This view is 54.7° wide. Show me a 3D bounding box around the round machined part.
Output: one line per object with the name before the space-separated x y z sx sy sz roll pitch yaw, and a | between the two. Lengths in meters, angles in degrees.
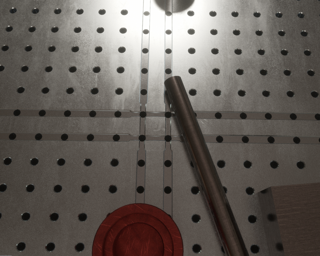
round machined part | -0.024 0.137 0.352 0.099 0.042 0.098 0 70 -1

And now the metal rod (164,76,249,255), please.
metal rod | 0.063 0.067 0.387 0.025 0.025 0.299 -16 71 -6

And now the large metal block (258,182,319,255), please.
large metal block | 0.168 0.109 0.361 0.081 0.050 0.080 -4 70 -2
